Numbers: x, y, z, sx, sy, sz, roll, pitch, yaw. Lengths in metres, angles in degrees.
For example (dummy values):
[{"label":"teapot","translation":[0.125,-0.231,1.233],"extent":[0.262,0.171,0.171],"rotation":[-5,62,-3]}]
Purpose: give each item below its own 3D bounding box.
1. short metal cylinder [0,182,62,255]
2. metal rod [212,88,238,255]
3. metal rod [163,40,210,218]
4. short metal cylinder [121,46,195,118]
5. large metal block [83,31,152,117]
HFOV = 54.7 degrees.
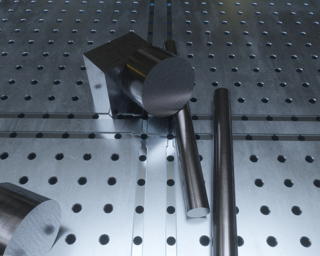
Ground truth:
[{"label":"short metal cylinder","translation":[-0.138,0.097,0.289],"extent":[0.050,0.080,0.080],"rotation":[17,52,14]},{"label":"metal rod","translation":[0.073,0.065,0.353],"extent":[0.025,0.025,0.300],"rotation":[5,50,4]},{"label":"metal rod","translation":[0.029,-0.024,0.427],"extent":[0.025,0.025,0.300],"rotation":[-3,50,-3]},{"label":"short metal cylinder","translation":[-0.002,-0.060,0.400],"extent":[0.081,0.080,0.050],"rotation":[-29,41,-22]},{"label":"large metal block","translation":[-0.053,-0.076,0.435],"extent":[0.080,0.080,0.050],"rotation":[-33,58,-25]}]
